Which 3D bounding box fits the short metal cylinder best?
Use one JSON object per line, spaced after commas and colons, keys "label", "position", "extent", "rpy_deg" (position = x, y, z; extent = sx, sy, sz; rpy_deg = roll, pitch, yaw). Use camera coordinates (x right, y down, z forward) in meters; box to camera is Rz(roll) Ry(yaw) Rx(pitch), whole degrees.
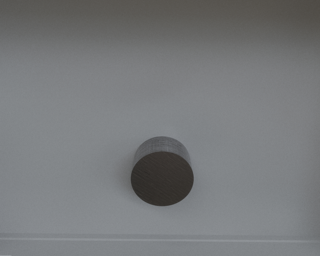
{"label": "short metal cylinder", "position": [0.003, 0.057, 0.419], "extent": [0.080, 0.050, 0.079], "rpy_deg": [0, 110, 0]}
